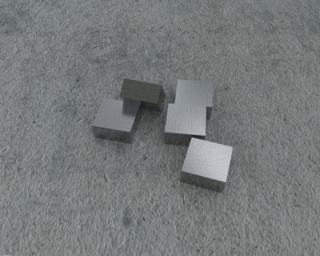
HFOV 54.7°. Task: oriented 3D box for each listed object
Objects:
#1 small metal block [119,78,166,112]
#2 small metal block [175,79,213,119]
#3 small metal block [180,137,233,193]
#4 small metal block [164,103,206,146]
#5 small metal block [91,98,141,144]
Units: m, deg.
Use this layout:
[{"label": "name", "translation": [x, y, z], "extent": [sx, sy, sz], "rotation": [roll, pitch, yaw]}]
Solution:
[{"label": "small metal block", "translation": [-0.022, -0.043, 0.419], "extent": [0.050, 0.050, 0.025], "rotation": [12, 82, 9]}, {"label": "small metal block", "translation": [0.048, -0.041, 0.438], "extent": [0.050, 0.025, 0.050], "rotation": [5, 50, 4]}, {"label": "small metal block", "translation": [0.055, 0.043, 0.367], "extent": [0.050, 0.025, 0.050], "rotation": [13, 51, 11]}, {"label": "small metal block", "translation": [0.034, -0.004, 0.407], "extent": [0.050, 0.025, 0.050], "rotation": [5, 50, 4]}, {"label": "small metal block", "translation": [-0.056, -0.010, 0.411], "extent": [0.050, 0.025, 0.050], "rotation": [10, 51, 8]}]
